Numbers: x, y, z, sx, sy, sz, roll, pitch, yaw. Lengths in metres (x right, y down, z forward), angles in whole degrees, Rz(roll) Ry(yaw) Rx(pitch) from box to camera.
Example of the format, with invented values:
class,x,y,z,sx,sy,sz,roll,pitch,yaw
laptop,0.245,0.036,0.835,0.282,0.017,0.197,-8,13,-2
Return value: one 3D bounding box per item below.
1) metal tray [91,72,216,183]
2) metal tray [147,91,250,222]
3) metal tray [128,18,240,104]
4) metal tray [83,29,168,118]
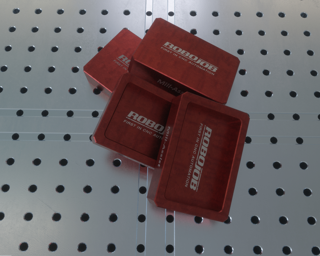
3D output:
class,x,y,z,sx,sy,sz,roll,pitch,yaw
metal tray,-0.005,0.002,0.378,0.131,0.030,0.090,26,78,-15
metal tray,0.046,0.034,0.360,0.091,0.030,0.130,18,80,-16
metal tray,0.035,-0.084,0.415,0.130,0.030,0.090,26,57,-3
metal tray,-0.029,-0.070,0.435,0.130,0.030,0.090,37,74,12
